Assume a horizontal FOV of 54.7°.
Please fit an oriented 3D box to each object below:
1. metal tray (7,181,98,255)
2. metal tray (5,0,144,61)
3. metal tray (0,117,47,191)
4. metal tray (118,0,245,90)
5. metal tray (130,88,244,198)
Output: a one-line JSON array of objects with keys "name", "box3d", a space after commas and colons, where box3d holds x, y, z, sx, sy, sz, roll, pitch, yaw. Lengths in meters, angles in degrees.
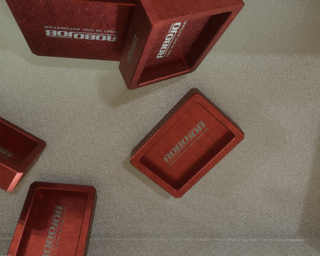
[{"name": "metal tray", "box3d": [-0.139, 0.138, 0.407, 0.091, 0.130, 0.030, 6, 143, -3]}, {"name": "metal tray", "box3d": [-0.083, -0.114, 0.336, 0.131, 0.090, 0.030, 3, 65, -2]}, {"name": "metal tray", "box3d": [-0.217, 0.015, 0.378, 0.130, 0.090, 0.030, 32, 107, -11]}, {"name": "metal tray", "box3d": [0.013, -0.088, 0.311, 0.091, 0.129, 0.030, -19, 78, -20]}, {"name": "metal tray", "box3d": [0.035, 0.023, 0.417, 0.090, 0.030, 0.130, 40, 105, -14]}]
